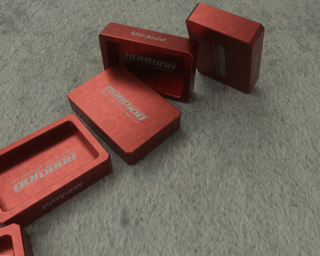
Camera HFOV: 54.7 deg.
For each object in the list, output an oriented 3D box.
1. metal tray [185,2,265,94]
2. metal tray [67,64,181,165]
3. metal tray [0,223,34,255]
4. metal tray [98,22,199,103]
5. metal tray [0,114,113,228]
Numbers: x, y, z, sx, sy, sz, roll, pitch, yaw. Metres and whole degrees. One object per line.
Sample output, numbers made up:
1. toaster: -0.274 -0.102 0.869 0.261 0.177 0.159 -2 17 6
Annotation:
1. metal tray: 0.089 -0.103 0.422 0.090 0.130 0.030 29 80 22
2. metal tray: -0.048 -0.023 0.411 0.090 0.030 0.130 -38 62 -23
3. metal tray: -0.152 0.159 0.264 0.091 0.030 0.130 -19 53 -16
4. metal tray: -0.016 -0.090 0.436 0.131 0.089 0.030 15 52 12
5. metal tray: -0.134 0.046 0.358 0.131 0.030 0.090 -31 57 -24
